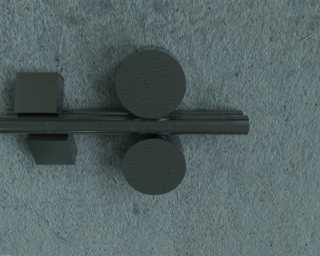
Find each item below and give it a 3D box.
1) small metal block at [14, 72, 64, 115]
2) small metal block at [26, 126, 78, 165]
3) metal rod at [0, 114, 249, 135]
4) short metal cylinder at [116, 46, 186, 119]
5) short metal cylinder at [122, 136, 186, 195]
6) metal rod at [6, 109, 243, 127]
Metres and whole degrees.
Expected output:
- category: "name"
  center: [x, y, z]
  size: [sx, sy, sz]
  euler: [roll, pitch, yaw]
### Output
- category: "small metal block"
  center: [-0.149, -0.041, 0.384]
  size: [0.050, 0.025, 0.050]
  euler: [0, 83, 0]
- category: "small metal block"
  center: [-0.140, 0.024, 0.408]
  size: [0.050, 0.025, 0.050]
  euler: [0, 137, -1]
- category: "metal rod"
  center: [-0.044, -0.004, 0.383]
  size: [0.302, 0.025, 0.025]
  euler: [0, 110, 0]
- category: "short metal cylinder"
  center: [-0.010, -0.057, 0.376]
  size: [0.081, 0.050, 0.079]
  euler: [0, 110, 0]
- category: "short metal cylinder"
  center: [-0.007, 0.042, 0.413]
  size: [0.081, 0.050, 0.079]
  euler: [0, 110, 0]
- category: "metal rod"
  center: [-0.045, -0.012, 0.406]
  size: [0.302, 0.025, 0.025]
  euler: [0, 110, -1]
